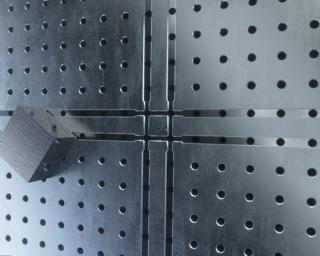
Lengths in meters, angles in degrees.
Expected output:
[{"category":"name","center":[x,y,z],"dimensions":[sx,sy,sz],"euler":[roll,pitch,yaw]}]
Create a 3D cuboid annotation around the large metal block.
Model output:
[{"category":"large metal block","center":[-0.187,0.023,0.466],"dimensions":[0.080,0.050,0.080],"euler":[38,102,16]}]
